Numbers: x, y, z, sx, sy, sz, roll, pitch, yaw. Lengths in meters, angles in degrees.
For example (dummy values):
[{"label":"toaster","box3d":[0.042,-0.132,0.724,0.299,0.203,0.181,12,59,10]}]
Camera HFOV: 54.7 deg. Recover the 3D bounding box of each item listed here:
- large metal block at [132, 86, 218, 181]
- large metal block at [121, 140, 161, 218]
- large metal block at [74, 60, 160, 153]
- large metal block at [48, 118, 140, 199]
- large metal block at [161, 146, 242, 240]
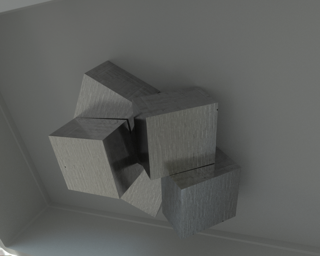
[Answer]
[{"label":"large metal block","box3d":[0.017,0.004,0.356,0.081,0.050,0.079,-13,122,-17]},{"label":"large metal block","box3d":[-0.022,0.067,0.438,0.080,0.050,0.079,26,128,11]},{"label":"large metal block","box3d":[-0.059,-0.027,0.404,0.080,0.050,0.079,31,128,7]},{"label":"large metal block","box3d":[-0.079,0.035,0.386,0.080,0.050,0.079,3,119,27]},{"label":"large metal block","box3d":[0.049,0.079,0.384,0.050,0.081,0.079,45,144,51]}]
